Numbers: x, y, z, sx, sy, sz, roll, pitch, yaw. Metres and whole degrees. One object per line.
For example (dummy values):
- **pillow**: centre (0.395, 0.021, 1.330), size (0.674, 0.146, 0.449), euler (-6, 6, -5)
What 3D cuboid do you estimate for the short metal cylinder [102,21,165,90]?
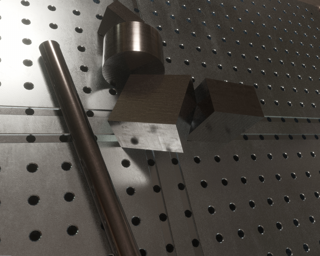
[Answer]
- **short metal cylinder**: centre (-0.035, -0.093, 0.412), size (0.081, 0.080, 0.050), euler (10, 57, -23)

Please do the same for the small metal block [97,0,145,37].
- **small metal block**: centre (-0.058, -0.148, 0.453), size (0.050, 0.050, 0.025), euler (38, 51, -4)

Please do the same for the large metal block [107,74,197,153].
- **large metal block**: centre (-0.005, -0.020, 0.378), size (0.080, 0.050, 0.080), euler (4, 50, 19)

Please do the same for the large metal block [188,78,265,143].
- **large metal block**: centre (0.081, -0.020, 0.431), size (0.081, 0.080, 0.050), euler (5, 60, -26)

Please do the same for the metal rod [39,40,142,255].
- **metal rod**: centre (-0.081, 0.025, 0.349), size (0.025, 0.025, 0.299), euler (-13, 68, -34)
